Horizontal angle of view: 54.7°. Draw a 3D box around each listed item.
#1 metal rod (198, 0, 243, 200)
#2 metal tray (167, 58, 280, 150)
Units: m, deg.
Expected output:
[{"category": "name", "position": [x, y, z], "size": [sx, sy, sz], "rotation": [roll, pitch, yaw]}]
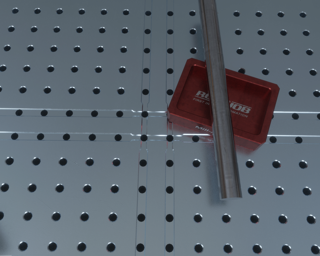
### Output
[{"category": "metal rod", "position": [0.074, -0.060, 0.401], "size": [0.025, 0.025, 0.299], "rotation": [-2, 70, -1]}, {"category": "metal tray", "position": [0.085, -0.034, 0.421], "size": [0.131, 0.030, 0.090], "rotation": [19, 71, 6]}]
